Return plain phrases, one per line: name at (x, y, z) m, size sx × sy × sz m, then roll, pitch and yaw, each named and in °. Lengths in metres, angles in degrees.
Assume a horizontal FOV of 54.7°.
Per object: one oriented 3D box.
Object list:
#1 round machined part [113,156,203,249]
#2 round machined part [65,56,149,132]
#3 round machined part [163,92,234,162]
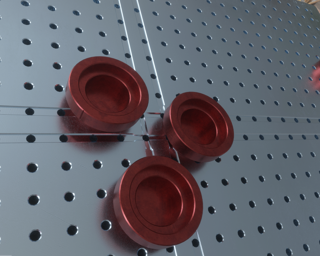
round machined part at (-0.005, 0.084, 0.345) m, size 0.099 × 0.042 × 0.098 m, roll 14°, pitch 56°, yaw -21°
round machined part at (-0.067, -0.038, 0.385) m, size 0.099 × 0.042 × 0.098 m, roll 14°, pitch 56°, yaw -21°
round machined part at (0.048, 0.002, 0.424) m, size 0.099 × 0.042 × 0.098 m, roll 14°, pitch 56°, yaw -21°
